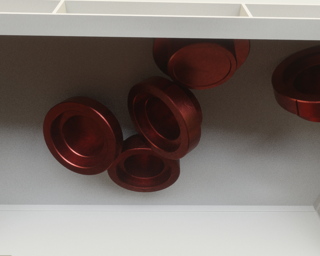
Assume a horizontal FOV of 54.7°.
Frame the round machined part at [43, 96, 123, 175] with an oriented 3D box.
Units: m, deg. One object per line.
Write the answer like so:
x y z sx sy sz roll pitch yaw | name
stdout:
-0.091 0.006 0.387 0.098 0.042 0.097 7 115 16 | round machined part

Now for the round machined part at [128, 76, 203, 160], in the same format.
0.010 -0.015 0.361 0.042 0.098 0.097 -34 141 -32 | round machined part

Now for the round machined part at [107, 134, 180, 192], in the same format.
-0.022 0.045 0.433 0.099 0.042 0.097 0 135 0 | round machined part

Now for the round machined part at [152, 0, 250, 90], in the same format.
0.042 -0.076 0.316 0.099 0.042 0.098 0 149 0 | round machined part

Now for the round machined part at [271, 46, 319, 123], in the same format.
0.173 -0.043 0.327 0.098 0.098 0.042 -17 128 14 | round machined part
